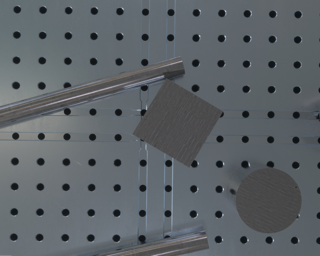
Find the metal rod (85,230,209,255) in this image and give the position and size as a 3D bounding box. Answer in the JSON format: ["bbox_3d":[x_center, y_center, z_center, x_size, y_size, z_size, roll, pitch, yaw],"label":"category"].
[{"bbox_3d":[-0.085,0.181,0.412,0.302,0.025,0.025,-12,90,0],"label":"metal rod"}]

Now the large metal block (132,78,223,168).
[{"bbox_3d":[0.022,-0.006,0.401,0.080,0.050,0.080,31,90,0],"label":"large metal block"}]

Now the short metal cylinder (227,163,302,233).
[{"bbox_3d":[0.132,0.088,0.402,0.081,0.050,0.079,0,90,0],"label":"short metal cylinder"}]

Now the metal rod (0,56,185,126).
[{"bbox_3d":[-0.115,-0.043,0.412,0.302,0.025,0.025,-16,90,0],"label":"metal rod"}]
